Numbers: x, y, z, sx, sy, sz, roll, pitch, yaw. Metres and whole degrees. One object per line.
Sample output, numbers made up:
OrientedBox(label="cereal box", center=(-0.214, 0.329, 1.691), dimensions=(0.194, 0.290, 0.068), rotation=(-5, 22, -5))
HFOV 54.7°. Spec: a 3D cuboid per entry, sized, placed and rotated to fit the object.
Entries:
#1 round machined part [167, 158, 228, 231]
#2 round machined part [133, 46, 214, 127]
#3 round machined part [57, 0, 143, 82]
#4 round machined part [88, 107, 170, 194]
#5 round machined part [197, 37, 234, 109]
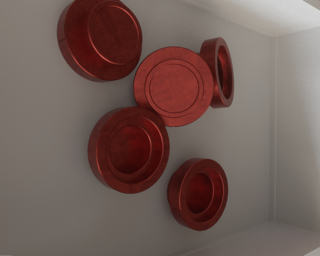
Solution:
OrientedBox(label="round machined part", center=(0.049, 0.090, 0.436), dimensions=(0.099, 0.042, 0.097), rotation=(0, 90, -40))
OrientedBox(label="round machined part", center=(0.017, -0.049, 0.374), dimensions=(0.099, 0.042, 0.097), rotation=(0, 101, 0))
OrientedBox(label="round machined part", center=(-0.059, -0.102, 0.346), dimensions=(0.099, 0.042, 0.097), rotation=(0, 90, -40))
OrientedBox(label="round machined part", center=(-0.039, 0.024, 0.361), dimensions=(0.099, 0.042, 0.097), rotation=(-2, 92, -39))
OrientedBox(label="round machined part", center=(0.072, -0.076, 0.441), dimensions=(0.098, 0.042, 0.097), rotation=(17, 71, -61))
